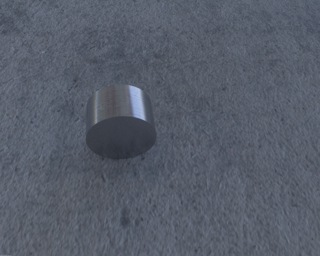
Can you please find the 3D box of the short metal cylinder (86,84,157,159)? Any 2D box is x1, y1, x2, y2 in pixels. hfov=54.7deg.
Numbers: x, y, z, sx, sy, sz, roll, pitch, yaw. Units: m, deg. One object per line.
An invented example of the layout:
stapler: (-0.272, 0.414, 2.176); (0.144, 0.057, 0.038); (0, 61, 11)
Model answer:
short metal cylinder: (-0.047, -0.006, 0.372); (0.081, 0.080, 0.050); (-6, 51, -5)
